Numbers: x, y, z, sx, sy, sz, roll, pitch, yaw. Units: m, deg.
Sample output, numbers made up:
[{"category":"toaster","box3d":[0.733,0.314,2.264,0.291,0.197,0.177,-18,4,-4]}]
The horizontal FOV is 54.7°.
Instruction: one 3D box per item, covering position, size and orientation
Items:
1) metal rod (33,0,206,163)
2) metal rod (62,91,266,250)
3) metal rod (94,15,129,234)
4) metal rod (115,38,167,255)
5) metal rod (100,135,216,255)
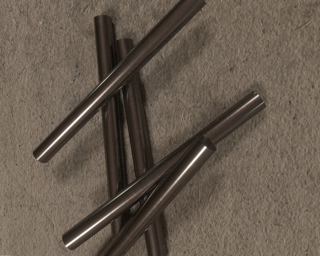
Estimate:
[{"category":"metal rod","box3d":[-0.061,-0.058,0.401,0.299,0.025,0.025,-42,77,14]},{"category":"metal rod","box3d":[0.000,0.057,0.385,0.300,0.025,0.025,-38,78,7]},{"category":"metal rod","box3d":[-0.067,-0.006,0.431,0.025,0.025,0.298,-6,88,19]},{"category":"metal rod","box3d":[-0.026,0.028,0.417,0.025,0.025,0.298,-10,87,19]},{"category":"metal rod","box3d":[-0.032,0.127,0.394,0.025,0.025,0.298,43,112,14]}]
